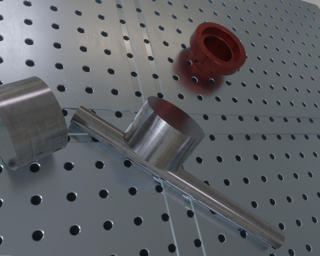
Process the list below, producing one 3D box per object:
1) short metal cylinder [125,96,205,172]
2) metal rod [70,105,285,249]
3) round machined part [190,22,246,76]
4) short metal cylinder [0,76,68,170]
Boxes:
[{"bbox_3d":[0.006,0.006,0.369,0.080,0.050,0.080,31,20,-12],"label":"short metal cylinder"},{"bbox_3d":[0.027,0.064,0.382,0.301,0.025,0.025,33,52,-7],"label":"metal rod"},{"bbox_3d":[0.093,-0.128,0.525,0.099,0.042,0.098,14,56,-21],"label":"round machined part"},{"bbox_3d":[-0.135,-0.006,0.304,0.050,0.080,0.080,-28,77,-37],"label":"short metal cylinder"}]
